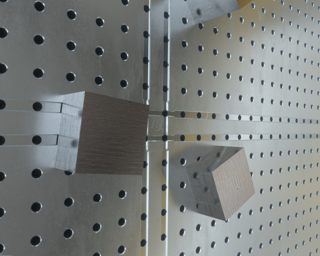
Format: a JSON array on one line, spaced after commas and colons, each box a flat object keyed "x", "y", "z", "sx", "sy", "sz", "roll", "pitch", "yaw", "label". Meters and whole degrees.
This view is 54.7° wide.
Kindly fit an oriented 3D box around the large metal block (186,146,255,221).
[{"x": 0.095, "y": 0.081, "z": 0.475, "sx": 0.081, "sy": 0.050, "sz": 0.080, "roll": -29, "pitch": 108, "yaw": -37, "label": "large metal block"}]

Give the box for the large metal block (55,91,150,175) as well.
[{"x": -0.062, "y": 0.008, "z": 0.342, "sx": 0.081, "sy": 0.050, "sz": 0.080, "roll": 9, "pitch": 84, "yaw": -40, "label": "large metal block"}]

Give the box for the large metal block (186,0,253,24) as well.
[{"x": 0.095, "y": -0.201, "z": 0.455, "sx": 0.080, "sy": 0.080, "sz": 0.050, "roll": -42, "pitch": 116, "yaw": -32, "label": "large metal block"}]
